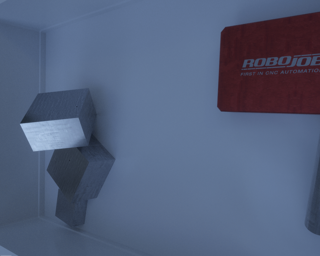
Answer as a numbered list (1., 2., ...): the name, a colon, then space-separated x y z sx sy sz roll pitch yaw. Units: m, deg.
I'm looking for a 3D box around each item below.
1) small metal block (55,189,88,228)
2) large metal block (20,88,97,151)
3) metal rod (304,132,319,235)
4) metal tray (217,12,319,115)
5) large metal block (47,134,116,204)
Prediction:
1. small metal block: -0.151 0.133 0.528 0.050 0.025 0.050 15 100 38
2. large metal block: -0.146 -0.014 0.461 0.080 0.080 0.050 -6 127 3
3. metal rod: 0.135 -0.042 0.219 0.025 0.025 0.298 18 125 38
4. metal tray: 0.122 -0.059 0.302 0.130 0.030 0.089 4 93 39
5. large metal block: -0.127 0.059 0.493 0.080 0.050 0.079 41 115 32
